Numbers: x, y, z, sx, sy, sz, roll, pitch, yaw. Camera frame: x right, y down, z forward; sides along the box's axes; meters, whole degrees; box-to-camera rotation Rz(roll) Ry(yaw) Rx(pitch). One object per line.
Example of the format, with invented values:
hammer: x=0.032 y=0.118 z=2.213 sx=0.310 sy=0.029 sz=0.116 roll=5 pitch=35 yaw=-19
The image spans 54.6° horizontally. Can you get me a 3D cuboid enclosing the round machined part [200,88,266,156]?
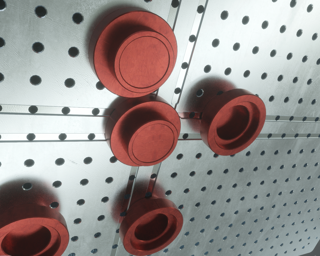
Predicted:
round machined part: x=0.099 y=-0.012 z=0.446 sx=0.099 sy=0.042 sz=0.097 roll=-14 pitch=124 yaw=-21

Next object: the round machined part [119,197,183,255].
round machined part: x=-0.017 y=0.147 z=0.481 sx=0.099 sy=0.042 sz=0.097 roll=-14 pitch=124 yaw=-21

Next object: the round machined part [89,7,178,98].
round machined part: x=-0.024 y=-0.077 z=0.339 sx=0.099 sy=0.042 sz=0.097 roll=-14 pitch=124 yaw=-21

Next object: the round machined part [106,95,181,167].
round machined part: x=-0.016 y=0.010 z=0.397 sx=0.099 sy=0.042 sz=0.097 roll=-14 pitch=124 yaw=-21

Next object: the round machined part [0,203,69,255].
round machined part: x=-0.169 y=0.135 z=0.391 sx=0.099 sy=0.042 sz=0.097 roll=-14 pitch=124 yaw=-21
